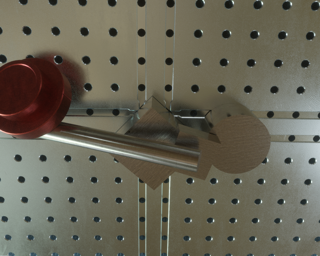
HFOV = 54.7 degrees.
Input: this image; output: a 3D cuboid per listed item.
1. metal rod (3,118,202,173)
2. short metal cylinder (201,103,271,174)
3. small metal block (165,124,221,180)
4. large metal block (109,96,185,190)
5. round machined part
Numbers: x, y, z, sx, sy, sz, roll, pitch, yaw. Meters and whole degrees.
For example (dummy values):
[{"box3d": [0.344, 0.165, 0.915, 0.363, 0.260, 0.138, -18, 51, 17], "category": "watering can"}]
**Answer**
[{"box3d": [-0.102, 0.008, 0.369, 0.301, 0.025, 0.025, 11, 111, 13], "category": "metal rod"}, {"box3d": [0.096, 0.013, 0.406, 0.081, 0.050, 0.079, 0, 110, -1], "category": "short metal cylinder"}, {"box3d": [0.038, 0.029, 0.369, 0.050, 0.025, 0.050, 17, 109, -7], "category": "small metal block"}, {"box3d": [-0.009, 0.019, 0.405, 0.080, 0.050, 0.080, 42, 104, -14], "category": "large metal block"}, {"box3d": [-0.158, -0.039, 0.359, 0.098, 0.042, 0.098, -3, 71, 10], "category": "round machined part"}]
